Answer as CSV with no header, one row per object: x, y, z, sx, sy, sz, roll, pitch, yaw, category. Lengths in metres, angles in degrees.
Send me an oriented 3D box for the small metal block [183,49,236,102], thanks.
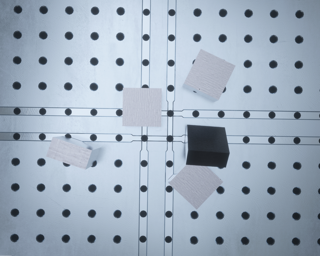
0.065,-0.069,0.414,0.050,0.025,0.050,26,90,0,small metal block

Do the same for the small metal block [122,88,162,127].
-0.023,-0.027,0.413,0.050,0.025,0.050,1,90,0,small metal block

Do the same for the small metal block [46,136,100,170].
-0.110,0.031,0.400,0.050,0.050,0.025,19,90,0,small metal block

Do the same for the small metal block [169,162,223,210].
0.047,0.071,0.414,0.050,0.025,0.050,43,90,0,small metal block

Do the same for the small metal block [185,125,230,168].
0.059,0.023,0.399,0.050,0.050,0.025,4,128,0,small metal block
